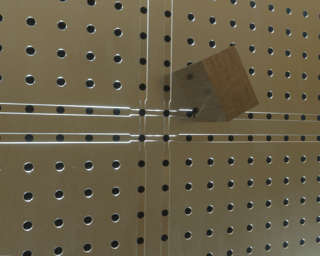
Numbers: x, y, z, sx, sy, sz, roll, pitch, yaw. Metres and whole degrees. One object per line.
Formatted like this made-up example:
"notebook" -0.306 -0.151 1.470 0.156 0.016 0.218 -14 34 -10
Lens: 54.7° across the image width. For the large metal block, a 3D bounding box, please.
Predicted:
"large metal block" 0.073 -0.055 0.411 0.050 0.080 0.080 -29 100 -18
